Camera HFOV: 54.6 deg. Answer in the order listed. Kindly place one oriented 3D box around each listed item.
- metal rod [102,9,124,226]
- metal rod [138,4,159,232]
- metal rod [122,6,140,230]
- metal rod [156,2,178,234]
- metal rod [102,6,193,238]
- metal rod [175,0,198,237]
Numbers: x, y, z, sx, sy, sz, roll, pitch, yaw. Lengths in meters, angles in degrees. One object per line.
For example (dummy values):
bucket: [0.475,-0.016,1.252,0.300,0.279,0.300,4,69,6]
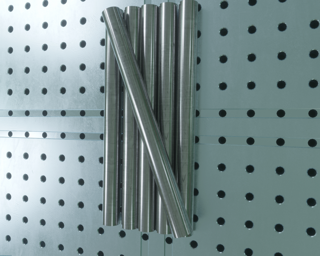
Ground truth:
metal rod: [-0.066,-0.015,0.435,0.025,0.025,0.298,1,90,20]
metal rod: [-0.016,-0.013,0.417,0.025,0.025,0.298,1,90,20]
metal rod: [-0.038,-0.013,0.426,0.025,0.025,0.298,1,90,20]
metal rod: [0.009,-0.012,0.410,0.025,0.025,0.298,1,90,20]
metal rod: [-0.018,-0.012,0.393,0.025,0.025,0.299,-20,83,19]
metal rod: [0.034,-0.012,0.402,0.025,0.025,0.298,1,90,20]
